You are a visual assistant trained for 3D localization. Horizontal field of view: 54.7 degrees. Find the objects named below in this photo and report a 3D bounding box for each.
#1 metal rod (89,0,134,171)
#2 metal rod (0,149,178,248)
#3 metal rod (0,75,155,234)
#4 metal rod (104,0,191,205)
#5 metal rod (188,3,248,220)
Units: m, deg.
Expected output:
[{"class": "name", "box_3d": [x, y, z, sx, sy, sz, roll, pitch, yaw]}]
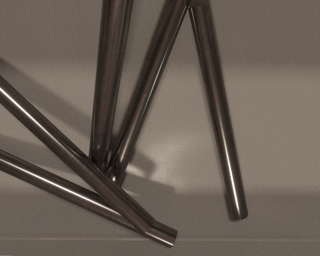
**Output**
[{"class": "metal rod", "box_3d": [-0.057, -0.040, 0.328, 0.025, 0.025, 0.298, 13, 136, -5]}, {"class": "metal rod", "box_3d": [-0.118, 0.089, 0.421, 0.301, 0.025, 0.025, 25, 108, -1]}, {"class": "metal rod", "box_3d": [-0.123, 0.023, 0.389, 0.300, 0.025, 0.025, 44, 104, -4]}, {"class": "metal rod", "box_3d": [-0.029, -0.021, 0.403, 0.025, 0.025, 0.298, 19, 109, -8]}, {"class": "metal rod", "box_3d": [0.082, -0.007, 0.410, 0.025, 0.025, 0.298, -14, 110, 4]}]
